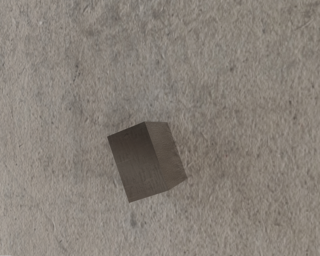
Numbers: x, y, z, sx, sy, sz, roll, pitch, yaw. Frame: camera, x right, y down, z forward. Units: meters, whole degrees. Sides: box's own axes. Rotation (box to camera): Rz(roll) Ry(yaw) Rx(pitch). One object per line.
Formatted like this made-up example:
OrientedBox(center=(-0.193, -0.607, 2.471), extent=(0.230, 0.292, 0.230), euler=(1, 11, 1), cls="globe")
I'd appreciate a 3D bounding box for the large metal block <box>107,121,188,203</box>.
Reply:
OrientedBox(center=(-0.012, 0.038, 0.383), extent=(0.050, 0.080, 0.080), euler=(-22, 83, 18), cls="large metal block")
